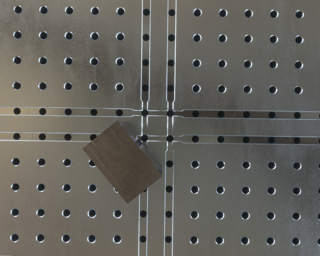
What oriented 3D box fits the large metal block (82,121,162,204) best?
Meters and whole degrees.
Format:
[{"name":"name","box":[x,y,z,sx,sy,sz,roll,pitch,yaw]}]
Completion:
[{"name":"large metal block","box":[-0.042,0.038,0.386,0.050,0.080,0.080,-39,90,0]}]
